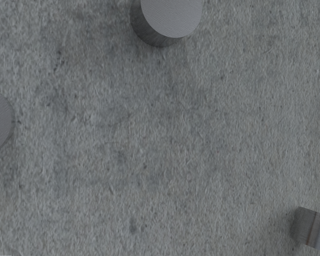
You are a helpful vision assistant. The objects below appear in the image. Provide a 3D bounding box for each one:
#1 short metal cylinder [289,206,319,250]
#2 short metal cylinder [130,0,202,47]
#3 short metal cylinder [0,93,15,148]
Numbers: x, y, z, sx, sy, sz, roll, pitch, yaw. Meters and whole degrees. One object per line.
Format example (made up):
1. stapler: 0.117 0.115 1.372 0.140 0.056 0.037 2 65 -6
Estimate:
1. short metal cylinder: 0.247 0.158 0.474 0.080 0.080 0.050 22 83 -19
2. short metal cylinder: 0.006 -0.150 0.399 0.081 0.050 0.079 0 90 -21
3. short metal cylinder: -0.197 -0.008 0.323 0.081 0.050 0.079 0 90 -21
